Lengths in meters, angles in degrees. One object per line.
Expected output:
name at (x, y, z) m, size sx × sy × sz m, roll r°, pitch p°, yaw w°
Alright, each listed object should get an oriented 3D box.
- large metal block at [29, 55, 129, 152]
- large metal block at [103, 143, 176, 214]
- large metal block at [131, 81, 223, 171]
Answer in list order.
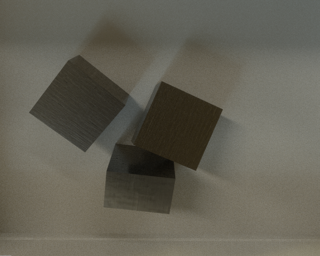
large metal block at (-0.097, -0.031, 0.385) m, size 0.080 × 0.050 × 0.080 m, roll 39°, pitch 105°, yaw -13°
large metal block at (-0.025, 0.064, 0.405) m, size 0.081 × 0.080 × 0.050 m, roll 7°, pitch 110°, yaw -3°
large metal block at (0.019, -0.003, 0.385) m, size 0.080 × 0.050 × 0.080 m, roll 24°, pitch 89°, yaw -9°
